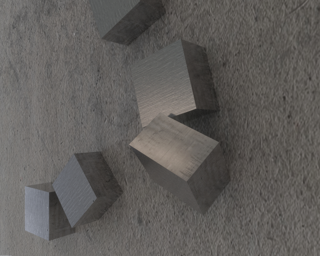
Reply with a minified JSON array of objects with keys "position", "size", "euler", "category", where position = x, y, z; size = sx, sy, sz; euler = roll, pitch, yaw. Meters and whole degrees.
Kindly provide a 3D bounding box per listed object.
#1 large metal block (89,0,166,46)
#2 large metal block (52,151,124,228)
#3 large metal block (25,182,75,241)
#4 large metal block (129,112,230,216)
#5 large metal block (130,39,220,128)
[{"position":[-0.049,-0.174,0.429],"size":[0.080,0.050,0.080],"euler":[-30,71,36],"category":"large metal block"},{"position":[-0.115,0.094,0.484],"size":[0.080,0.050,0.080],"euler":[-50,61,28],"category":"large metal block"},{"position":[-0.196,0.145,0.551],"size":[0.080,0.050,0.080],"euler":[1,90,40],"category":"large metal block"},{"position":[0.024,0.039,0.341],"size":[0.080,0.080,0.050],"euler":[29,67,36],"category":"large metal block"},{"position":[0.017,-0.049,0.375],"size":[0.080,0.050,0.080],"euler":[-19,78,38],"category":"large metal block"}]
